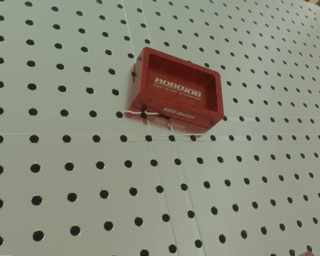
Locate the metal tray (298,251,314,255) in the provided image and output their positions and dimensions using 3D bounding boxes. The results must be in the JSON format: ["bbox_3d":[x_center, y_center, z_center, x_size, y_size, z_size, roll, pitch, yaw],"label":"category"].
[{"bbox_3d":[0.165,0.198,0.334,0.131,0.030,0.090,2,50,-53],"label":"metal tray"}]

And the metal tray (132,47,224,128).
[{"bbox_3d":[0.028,-0.058,0.455,0.131,0.030,0.090,15,56,-20],"label":"metal tray"}]
